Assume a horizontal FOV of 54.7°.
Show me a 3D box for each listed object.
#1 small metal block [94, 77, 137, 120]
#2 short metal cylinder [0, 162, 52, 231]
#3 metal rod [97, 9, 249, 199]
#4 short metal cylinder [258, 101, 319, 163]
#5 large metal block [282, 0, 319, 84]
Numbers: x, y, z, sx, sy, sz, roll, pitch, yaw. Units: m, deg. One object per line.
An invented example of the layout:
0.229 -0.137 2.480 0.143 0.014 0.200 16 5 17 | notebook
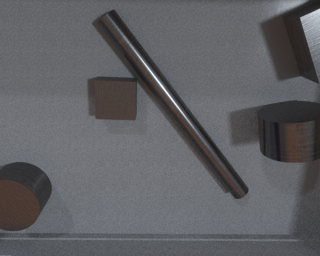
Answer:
-0.056 -0.038 0.397 0.050 0.025 0.050 2 110 -1 | small metal block
-0.199 0.094 0.430 0.081 0.050 0.079 0 110 -1 | short metal cylinder
0.027 -0.019 0.404 0.025 0.025 0.300 -35 107 12 | metal rod
0.165 0.002 0.385 0.080 0.080 0.050 -9 110 3 | short metal cylinder
0.203 -0.108 0.361 0.080 0.050 0.080 -24 109 8 | large metal block
